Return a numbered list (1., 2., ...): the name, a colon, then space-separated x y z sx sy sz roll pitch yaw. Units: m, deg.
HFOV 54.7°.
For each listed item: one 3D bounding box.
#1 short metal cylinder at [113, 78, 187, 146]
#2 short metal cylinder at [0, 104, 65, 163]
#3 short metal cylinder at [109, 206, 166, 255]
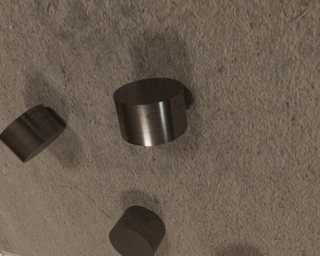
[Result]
1. short metal cylinder: -0.010 -0.021 0.362 0.080 0.080 0.050 6 121 25
2. short metal cylinder: -0.195 0.009 0.477 0.050 0.080 0.080 48 129 -6
3. short metal cylinder: -0.037 0.178 0.519 0.080 0.050 0.079 13 124 20
